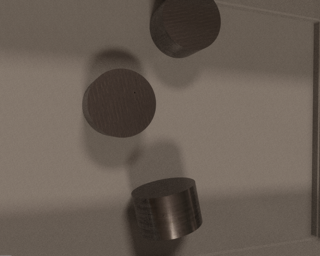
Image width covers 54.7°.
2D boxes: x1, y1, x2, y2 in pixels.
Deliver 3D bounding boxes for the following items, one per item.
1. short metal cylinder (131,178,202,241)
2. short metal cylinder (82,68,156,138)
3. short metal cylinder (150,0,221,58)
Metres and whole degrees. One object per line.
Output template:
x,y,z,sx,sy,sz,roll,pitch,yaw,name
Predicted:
0.009,0.098,0.386,0.081,0.080,0.050,-12,95,-20,short metal cylinder
-0.051,-0.029,0.379,0.081,0.050,0.079,0,90,-21,short metal cylinder
0.032,-0.137,0.410,0.081,0.050,0.079,0,90,-21,short metal cylinder
